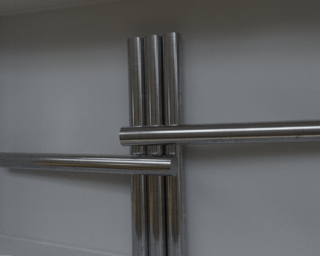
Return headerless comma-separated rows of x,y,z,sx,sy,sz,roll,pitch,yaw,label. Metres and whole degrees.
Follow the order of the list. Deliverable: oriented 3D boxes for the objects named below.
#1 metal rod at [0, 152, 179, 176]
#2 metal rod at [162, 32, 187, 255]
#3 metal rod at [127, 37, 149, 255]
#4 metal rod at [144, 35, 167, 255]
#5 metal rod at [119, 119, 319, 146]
-0.119,0.048,0.432,0.301,0.025,0.025,-1,90,25,metal rod
0.019,0.028,0.402,0.025,0.025,0.298,-2,89,19,metal rod
-0.028,0.030,0.418,0.025,0.025,0.298,-2,89,19,metal rod
-0.005,0.029,0.410,0.025,0.025,0.298,-2,89,19,metal rod
0.100,0.005,0.355,0.301,0.025,0.025,-2,89,13,metal rod
